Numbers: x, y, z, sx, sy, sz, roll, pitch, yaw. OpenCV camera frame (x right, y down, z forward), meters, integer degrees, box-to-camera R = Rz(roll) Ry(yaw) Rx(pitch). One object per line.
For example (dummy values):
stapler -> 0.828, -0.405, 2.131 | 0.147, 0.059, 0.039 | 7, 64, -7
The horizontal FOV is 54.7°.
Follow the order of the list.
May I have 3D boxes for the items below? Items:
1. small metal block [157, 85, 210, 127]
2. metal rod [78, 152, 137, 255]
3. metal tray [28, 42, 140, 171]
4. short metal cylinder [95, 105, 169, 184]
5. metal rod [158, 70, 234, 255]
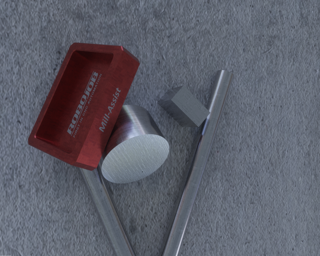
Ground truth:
small metal block -> 0.030, -0.027, 0.408 | 0.050, 0.050, 0.025 | 44, 76, -15
metal rod -> -0.049, 0.148, 0.391 | 0.025, 0.025, 0.298 | -23, 98, -19
metal tray -> -0.085, -0.028, 0.342 | 0.030, 0.090, 0.130 | 31, 78, -52
short metal cylinder -> -0.036, 0.020, 0.361 | 0.081, 0.050, 0.080 | -18, 140, -16
metal rod -> 0.047, 0.063, 0.427 | 0.025, 0.025, 0.299 | 21, 83, -19
